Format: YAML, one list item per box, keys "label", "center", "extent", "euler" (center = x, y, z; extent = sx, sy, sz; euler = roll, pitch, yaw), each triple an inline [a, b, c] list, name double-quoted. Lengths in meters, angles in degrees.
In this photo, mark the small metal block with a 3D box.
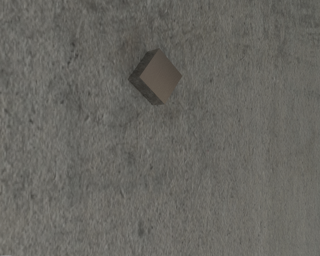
- label: "small metal block"
  center: [-0.005, -0.065, 0.399]
  extent: [0.050, 0.025, 0.050]
  euler: [45, 63, -31]
